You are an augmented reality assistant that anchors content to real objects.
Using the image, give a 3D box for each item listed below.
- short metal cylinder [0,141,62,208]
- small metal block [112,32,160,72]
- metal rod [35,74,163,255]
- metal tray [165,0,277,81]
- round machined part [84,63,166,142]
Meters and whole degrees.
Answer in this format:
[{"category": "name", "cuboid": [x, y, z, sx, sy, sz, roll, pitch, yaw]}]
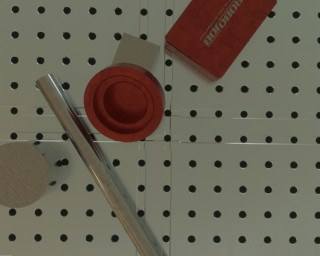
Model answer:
[{"category": "short metal cylinder", "cuboid": [-0.174, 0.057, 0.399, 0.081, 0.050, 0.079, 0, 90, -1]}, {"category": "small metal block", "cuboid": [-0.032, -0.092, 0.413, 0.050, 0.025, 0.050, 21, 90, -1]}, {"category": "metal rod", "cuboid": [-0.076, 0.063, 0.412, 0.025, 0.025, 0.299, -31, 90, 0]}, {"category": "metal tray", "cuboid": [0.079, -0.140, 0.412, 0.090, 0.030, 0.130, 36, 90, -1]}, {"category": "round machined part", "cuboid": [-0.042, -0.034, 0.392, 0.099, 0.042, 0.097, 3, 114, 7]}]
